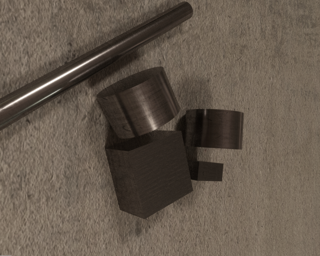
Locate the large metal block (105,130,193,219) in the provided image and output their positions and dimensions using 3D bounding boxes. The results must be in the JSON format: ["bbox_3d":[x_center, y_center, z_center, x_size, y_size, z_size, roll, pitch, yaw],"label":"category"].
[{"bbox_3d":[-0.012,0.052,0.381,0.081,0.050,0.079,-20,103,-39],"label":"large metal block"}]

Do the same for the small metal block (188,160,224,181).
[{"bbox_3d":[0.052,0.059,0.435,0.050,0.050,0.025,10,84,-40],"label":"small metal block"}]

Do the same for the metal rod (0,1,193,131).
[{"bbox_3d":[-0.061,-0.084,0.355,0.302,0.025,0.025,-40,115,-33],"label":"metal rod"}]

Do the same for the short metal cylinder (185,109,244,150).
[{"bbox_3d":[0.075,0.003,0.435,0.081,0.080,0.050,6,87,-40],"label":"short metal cylinder"}]

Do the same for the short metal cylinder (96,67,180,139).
[{"bbox_3d":[-0.024,-0.030,0.351,0.080,0.080,0.050,-37,113,-34],"label":"short metal cylinder"}]
